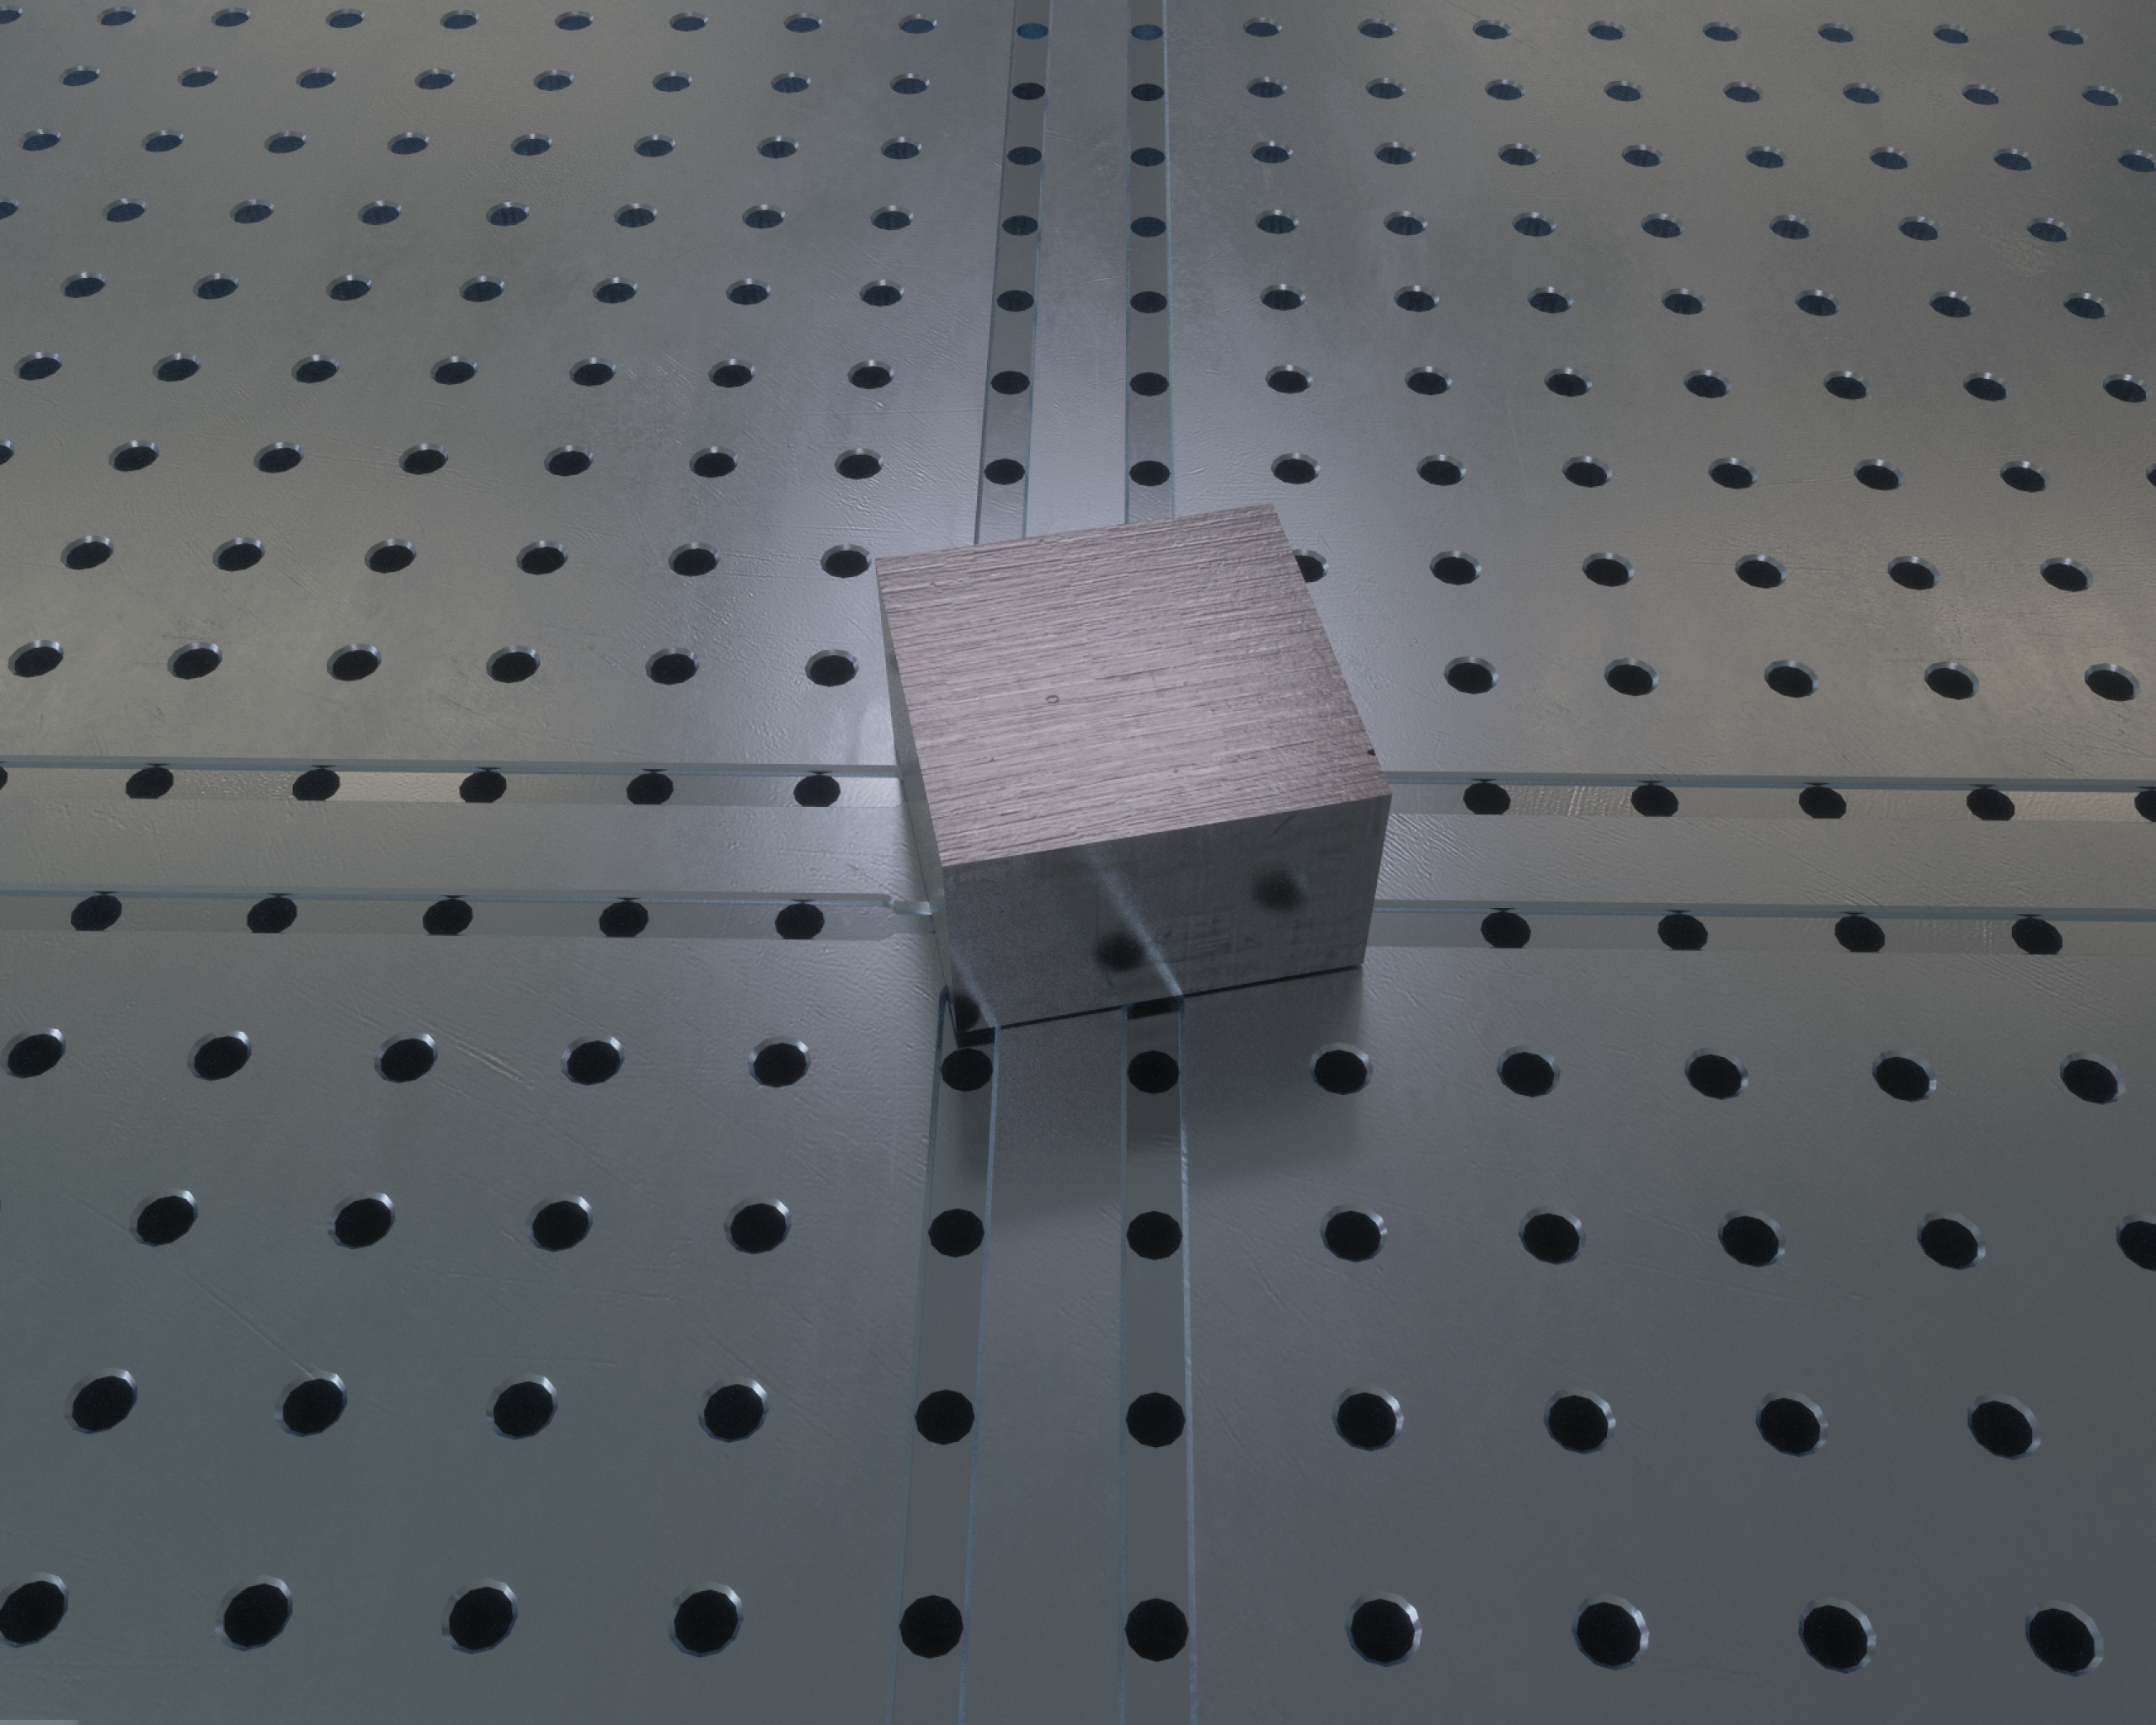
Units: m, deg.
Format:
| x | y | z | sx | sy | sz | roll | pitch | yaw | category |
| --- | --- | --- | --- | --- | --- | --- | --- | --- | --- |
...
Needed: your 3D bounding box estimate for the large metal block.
| x | y | z | sx | sy | sz | roll | pitch | yaw | category |
| --- | --- | --- | --- | --- | --- | --- | --- | --- | --- |
| 0.008 | -0.020 | 0.407 | 0.080 | 0.050 | 0.080 | -9 | 51 | -8 | large metal block |
